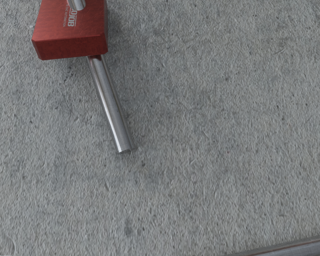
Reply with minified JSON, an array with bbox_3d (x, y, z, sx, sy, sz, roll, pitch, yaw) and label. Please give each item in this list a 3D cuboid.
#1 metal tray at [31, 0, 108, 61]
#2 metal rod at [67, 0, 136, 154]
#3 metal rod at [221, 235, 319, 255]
[{"bbox_3d":[-0.121,-0.150,0.436,0.091,0.030,0.130,-6,50,-3],"label":"metal tray"},{"bbox_3d":[-0.093,-0.108,0.426,0.025,0.025,0.299,-19,79,-7],"label":"metal rod"},{"bbox_3d":[0.127,0.148,0.355,0.302,0.025,0.025,-10,71,-4],"label":"metal rod"}]
